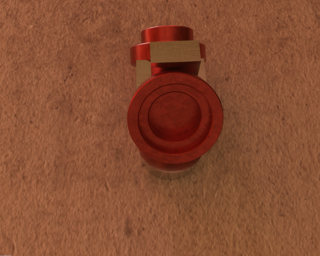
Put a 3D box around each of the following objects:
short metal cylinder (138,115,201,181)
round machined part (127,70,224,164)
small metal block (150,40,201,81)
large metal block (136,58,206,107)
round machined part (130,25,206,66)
[{"bbox_3d":[0.013,0.022,0.389,0.081,0.050,0.080,0,70,0],"label":"short metal cylinder"},{"bbox_3d":[0.016,-0.014,0.336,0.099,0.042,0.097,-1,109,-1],"label":"round machined part"},{"bbox_3d":[0.015,-0.069,0.336,0.050,0.050,0.025,-3,70,-1],"label":"small metal block"},{"bbox_3d":[0.013,-0.045,0.396,0.081,0.080,0.050,-2,70,-1],"label":"large metal block"},{"bbox_3d":[0.010,-0.105,0.405,0.099,0.098,0.042,-2,95,-1],"label":"round machined part"}]
